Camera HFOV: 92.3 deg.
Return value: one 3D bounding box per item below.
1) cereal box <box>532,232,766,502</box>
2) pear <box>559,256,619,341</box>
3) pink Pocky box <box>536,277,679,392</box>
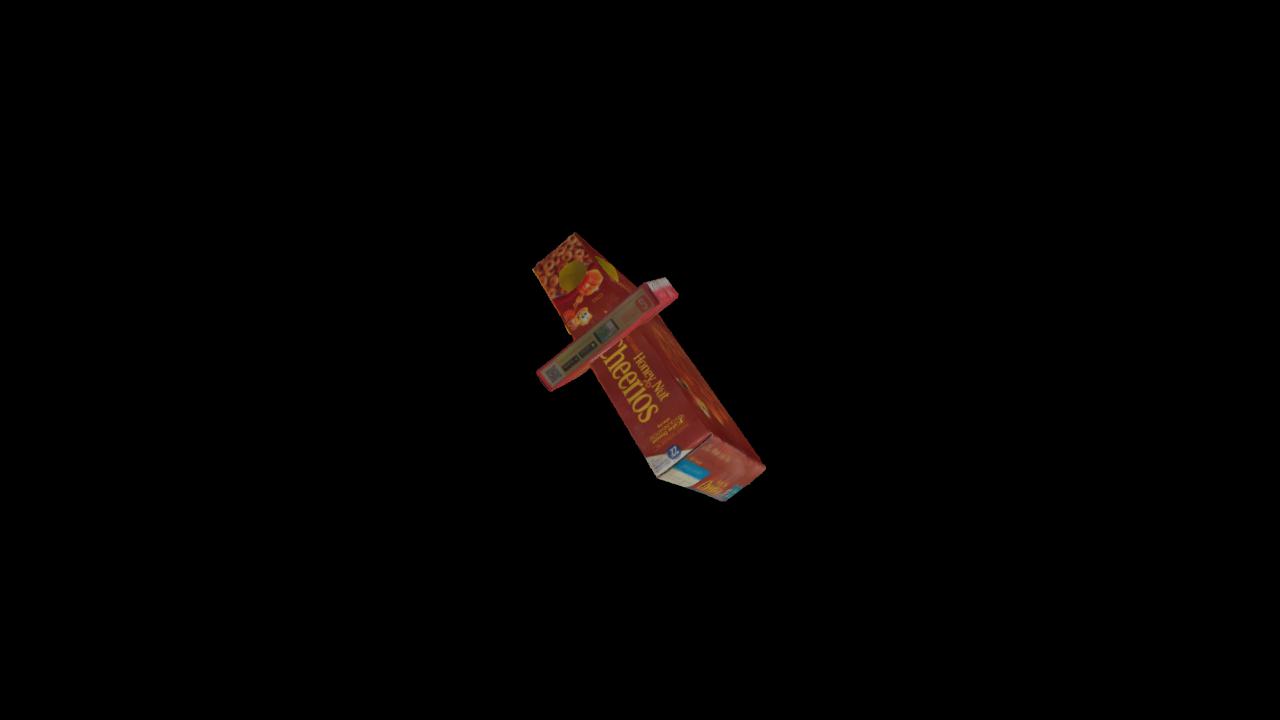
[{"bbox_3d":[0.012,0.012,0.720,0.081,0.306,0.203,-38,-29,10],"label":"cereal box"},{"bbox_3d":[-0.067,-0.065,0.703,0.080,0.111,0.080,12,-32,8],"label":"pear"},{"bbox_3d":[-0.033,-0.028,0.646,0.155,0.029,0.084,-38,-2,19],"label":"pink Pocky box"}]
